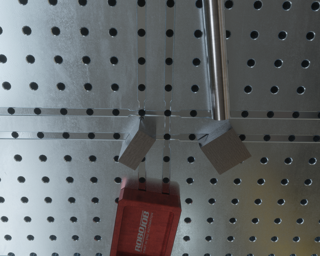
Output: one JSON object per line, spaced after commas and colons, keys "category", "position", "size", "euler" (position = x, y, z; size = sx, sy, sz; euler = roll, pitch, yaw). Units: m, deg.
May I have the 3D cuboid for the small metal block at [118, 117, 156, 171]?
{"category": "small metal block", "position": [-0.029, 0.020, 0.407], "size": [0.025, 0.050, 0.050], "euler": [31, 107, -11]}

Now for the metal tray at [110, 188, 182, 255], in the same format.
{"category": "metal tray", "position": [-0.024, 0.160, 0.469], "size": [0.091, 0.030, 0.129], "euler": [9, 110, -4]}

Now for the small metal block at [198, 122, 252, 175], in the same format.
{"category": "small metal block", "position": [0.088, 0.028, 0.425], "size": [0.050, 0.025, 0.050], "euler": [-33, 107, 11]}

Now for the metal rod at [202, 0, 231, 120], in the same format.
{"category": "metal rod", "position": [0.061, -0.153, 0.357], "size": [0.025, 0.025, 0.298], "euler": [-7, 110, 2]}
